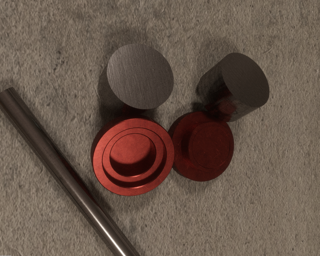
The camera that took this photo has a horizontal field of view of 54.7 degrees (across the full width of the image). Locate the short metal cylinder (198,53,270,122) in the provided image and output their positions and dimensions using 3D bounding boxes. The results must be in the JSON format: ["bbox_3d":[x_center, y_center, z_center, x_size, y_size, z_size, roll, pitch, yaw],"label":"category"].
[{"bbox_3d":[0.100,-0.054,0.419,0.081,0.050,0.080,13,63,-26],"label":"short metal cylinder"}]

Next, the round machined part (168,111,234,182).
[{"bbox_3d":[0.060,0.025,0.424,0.099,0.042,0.097,0,90,-21],"label":"round machined part"}]

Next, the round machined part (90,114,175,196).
[{"bbox_3d":[-0.035,0.030,0.379,0.099,0.042,0.097,-6,108,-17],"label":"round machined part"}]

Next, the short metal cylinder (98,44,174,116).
[{"bbox_3d":[-0.030,-0.055,0.377,0.081,0.050,0.080,5,75,-22],"label":"short metal cylinder"}]

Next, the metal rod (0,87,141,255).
[{"bbox_3d":[-0.094,0.083,0.374,0.025,0.025,0.299,-37,102,-16],"label":"metal rod"}]
